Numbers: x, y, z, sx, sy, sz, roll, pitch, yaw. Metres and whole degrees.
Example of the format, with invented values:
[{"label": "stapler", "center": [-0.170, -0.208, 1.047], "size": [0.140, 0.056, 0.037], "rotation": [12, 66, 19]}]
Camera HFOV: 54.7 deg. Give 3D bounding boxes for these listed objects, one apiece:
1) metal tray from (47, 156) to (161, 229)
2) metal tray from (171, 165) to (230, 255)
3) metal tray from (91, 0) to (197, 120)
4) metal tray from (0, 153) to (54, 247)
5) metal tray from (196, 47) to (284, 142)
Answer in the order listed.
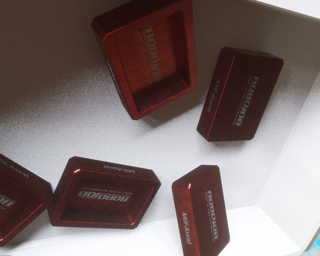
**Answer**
[{"label": "metal tray", "center": [-0.073, 0.093, 0.423], "size": [0.131, 0.030, 0.089], "rotation": [16, 110, -35]}, {"label": "metal tray", "center": [0.064, 0.130, 0.465], "size": [0.091, 0.030, 0.129], "rotation": [-20, 102, -51]}, {"label": "metal tray", "center": [-0.008, -0.073, 0.330], "size": [0.090, 0.030, 0.130], "rotation": [-29, 147, -10]}, {"label": "metal tray", "center": [-0.198, 0.073, 0.342], "size": [0.090, 0.030, 0.130], "rotation": [-42, 130, 0]}, {"label": "metal tray", "center": [0.113, -0.044, 0.442], "size": [0.091, 0.030, 0.129], "rotation": [-1, 119, -29]}]
